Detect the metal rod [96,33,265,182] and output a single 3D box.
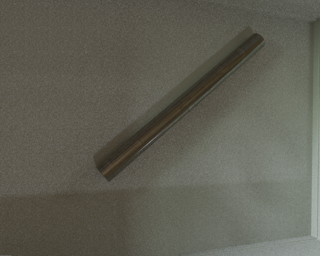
[{"bbox_3d":[0.038,-0.037,0.425,0.301,0.025,0.025,-41,103,-16],"label":"metal rod"}]
